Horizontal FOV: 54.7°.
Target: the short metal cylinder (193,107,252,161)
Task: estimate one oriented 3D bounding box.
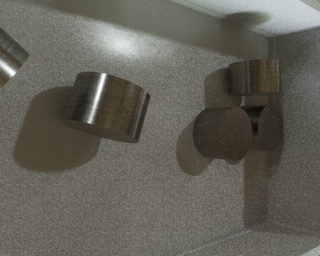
[{"bbox_3d":[0.097,0.008,0.474,0.081,0.050,0.079,0,90,-40],"label":"short metal cylinder"}]

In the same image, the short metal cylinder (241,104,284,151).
[{"bbox_3d":[0.171,-0.001,0.537,0.081,0.050,0.079,0,90,-40],"label":"short metal cylinder"}]

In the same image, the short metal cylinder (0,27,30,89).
[{"bbox_3d":[-0.152,-0.049,0.244,0.050,0.080,0.080,47,62,-30],"label":"short metal cylinder"}]

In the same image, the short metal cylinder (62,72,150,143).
[{"bbox_3d":[-0.055,-0.019,0.326,0.080,0.080,0.050,23,75,-38],"label":"short metal cylinder"}]

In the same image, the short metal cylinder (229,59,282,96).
[{"bbox_3d":[0.154,-0.080,0.503,0.081,0.080,0.050,-4,93,-40],"label":"short metal cylinder"}]
